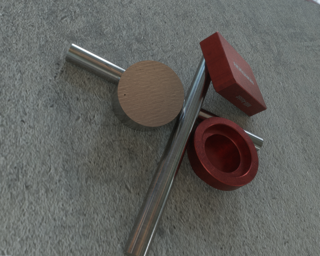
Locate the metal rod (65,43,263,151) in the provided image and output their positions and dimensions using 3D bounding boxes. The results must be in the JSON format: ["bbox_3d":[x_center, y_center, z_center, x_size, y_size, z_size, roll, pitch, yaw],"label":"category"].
[{"bbox_3d":[0.015,-0.037,0.437,0.301,0.025,0.025,25,53,-13],"label":"metal rod"}]

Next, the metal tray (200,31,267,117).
[{"bbox_3d":[0.115,-0.078,0.475,0.131,0.030,0.090,22,48,-50],"label":"metal tray"}]

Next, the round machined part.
[{"bbox_3d":[0.078,0.037,0.413,0.099,0.042,0.098,14,56,-21],"label":"round machined part"}]

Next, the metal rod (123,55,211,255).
[{"bbox_3d":[0.025,0.012,0.389,0.025,0.025,0.300,29,58,-10],"label":"metal rod"}]

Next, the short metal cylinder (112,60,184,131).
[{"bbox_3d":[-0.016,-0.038,0.386,0.081,0.050,0.080,2,82,-16],"label":"short metal cylinder"}]
